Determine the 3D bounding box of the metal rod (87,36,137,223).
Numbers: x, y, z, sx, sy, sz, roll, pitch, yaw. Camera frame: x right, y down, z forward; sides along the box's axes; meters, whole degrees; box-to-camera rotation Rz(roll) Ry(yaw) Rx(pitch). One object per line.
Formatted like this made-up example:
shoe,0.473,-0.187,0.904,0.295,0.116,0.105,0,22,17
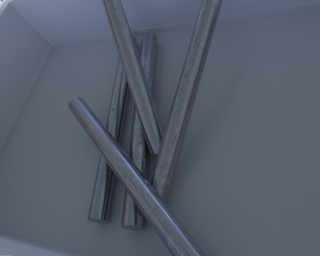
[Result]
metal rod,-0.063,-0.018,0.447,0.025,0.025,0.299,-9,58,23

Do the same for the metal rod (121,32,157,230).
metal rod,-0.024,-0.016,0.426,0.025,0.025,0.299,-10,57,22

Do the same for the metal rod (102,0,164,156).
metal rod,-0.045,-0.108,0.411,0.025,0.025,0.299,-21,80,16

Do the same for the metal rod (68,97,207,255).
metal rod,-0.041,0.048,0.362,0.025,0.025,0.300,-43,51,-2

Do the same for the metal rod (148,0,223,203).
metal rod,0.034,-0.051,0.373,0.025,0.025,0.299,11,81,32
